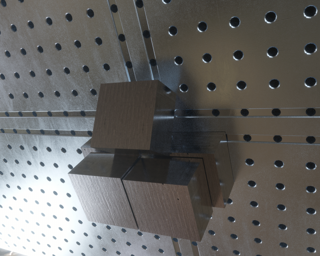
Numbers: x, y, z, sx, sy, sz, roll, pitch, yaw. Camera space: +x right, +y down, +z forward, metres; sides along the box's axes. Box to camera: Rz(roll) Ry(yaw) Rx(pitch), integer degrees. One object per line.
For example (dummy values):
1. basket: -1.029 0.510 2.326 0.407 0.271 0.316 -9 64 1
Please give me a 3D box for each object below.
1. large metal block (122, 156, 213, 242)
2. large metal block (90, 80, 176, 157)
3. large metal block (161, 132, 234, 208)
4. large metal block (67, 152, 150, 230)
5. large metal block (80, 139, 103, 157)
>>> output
1. large metal block: 0.012 0.082 0.371 0.080 0.050 0.080 0 119 28
2. large metal block: -0.031 -0.010 0.377 0.080 0.050 0.080 0 77 27
3. large metal block: 0.045 0.052 0.402 0.080 0.050 0.080 -1 118 28
4. large metal block: -0.061 0.080 0.407 0.080 0.050 0.080 0 119 28
5. large metal block: -0.058 0.051 0.456 0.080 0.050 0.079 2 119 27
